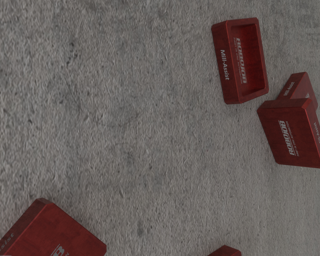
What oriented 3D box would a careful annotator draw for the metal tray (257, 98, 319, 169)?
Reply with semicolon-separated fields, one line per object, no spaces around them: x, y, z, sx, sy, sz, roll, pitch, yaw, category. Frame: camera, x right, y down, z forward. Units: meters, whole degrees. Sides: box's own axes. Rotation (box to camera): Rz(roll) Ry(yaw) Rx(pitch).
0.241;0.011;0.563;0.030;0.090;0.130;-42;115;-32;metal tray

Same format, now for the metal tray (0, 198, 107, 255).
-0.124;0.146;0.298;0.090;0.030;0.130;52;60;-28;metal tray

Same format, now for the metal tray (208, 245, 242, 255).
0.092;0.262;0.478;0.091;0.030;0.129;-12;98;-39;metal tray

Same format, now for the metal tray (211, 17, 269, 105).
0.136;-0.112;0.514;0.091;0.030;0.129;-21;103;-38;metal tray

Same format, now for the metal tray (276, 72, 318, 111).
0.275;-0.042;0.626;0.131;0.030;0.090;-48;119;-33;metal tray
